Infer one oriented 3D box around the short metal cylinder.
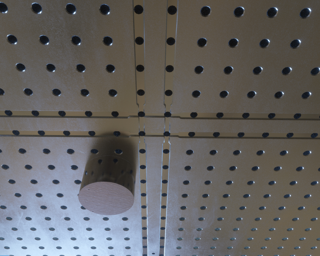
[{"bbox_3d":[-0.078,0.088,0.469,0.081,0.050,0.079,-1,130,0],"label":"short metal cylinder"}]
